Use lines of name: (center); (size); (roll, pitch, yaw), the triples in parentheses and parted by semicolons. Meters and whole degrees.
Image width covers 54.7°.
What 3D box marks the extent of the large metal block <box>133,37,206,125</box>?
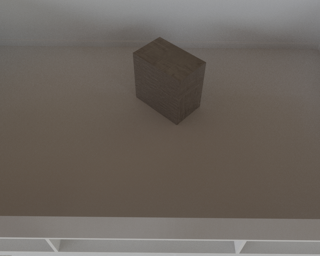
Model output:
large metal block: (0.011, -0.064, 0.423); (0.080, 0.080, 0.050); (36, 59, 26)
